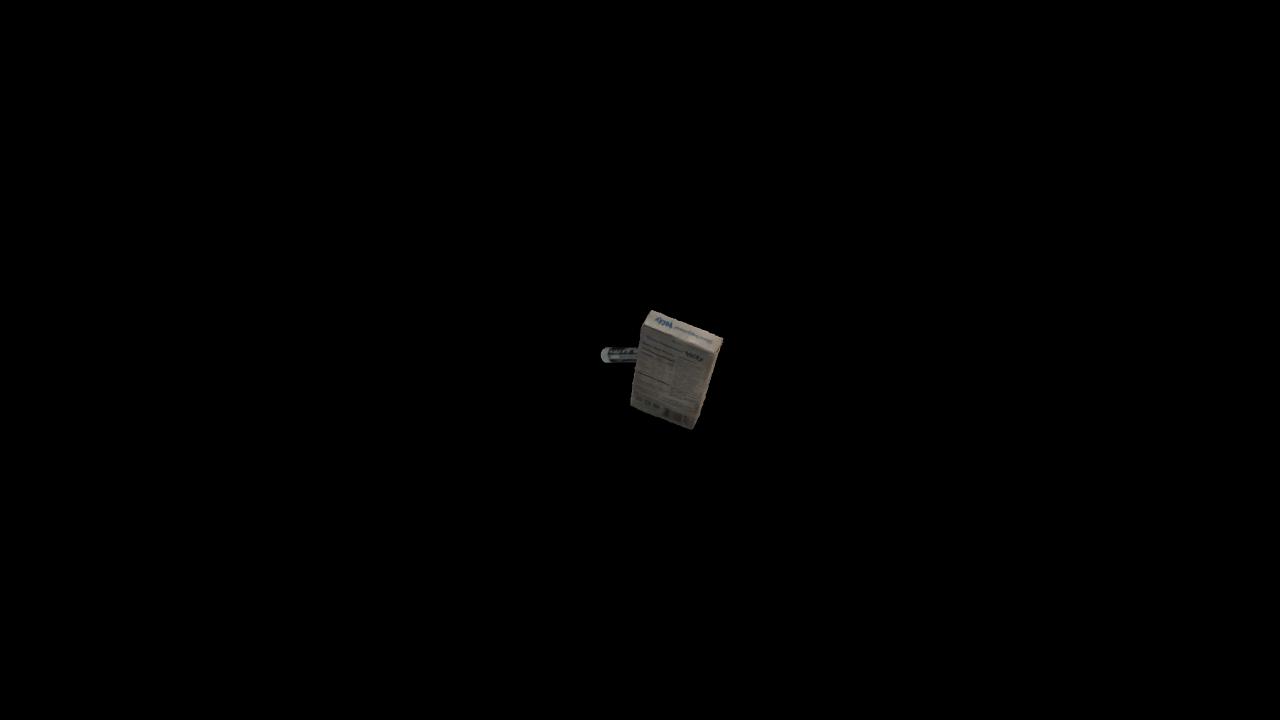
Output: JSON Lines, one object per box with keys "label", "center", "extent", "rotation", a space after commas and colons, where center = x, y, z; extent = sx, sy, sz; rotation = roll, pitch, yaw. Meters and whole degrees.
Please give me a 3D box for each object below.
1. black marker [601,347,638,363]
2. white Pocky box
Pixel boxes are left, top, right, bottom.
{"label": "black marker", "center": [-0.003, -0.006, 0.699], "extent": [0.020, 0.020, 0.121], "rotation": [0, 0, -38]}
{"label": "white Pocky box", "center": [0.036, 0.016, 0.682], "extent": [0.084, 0.028, 0.154], "rotation": [22, -36, 10]}
